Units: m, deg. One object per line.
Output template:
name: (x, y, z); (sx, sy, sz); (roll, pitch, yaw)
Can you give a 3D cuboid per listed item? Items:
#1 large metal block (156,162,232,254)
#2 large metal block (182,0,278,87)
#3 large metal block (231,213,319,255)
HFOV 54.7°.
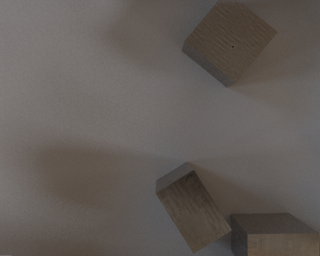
large metal block: (0.037, 0.093, 0.385); (0.050, 0.080, 0.080); (-32, 90, 0)
large metal block: (0.086, -0.111, 0.400); (0.080, 0.050, 0.080); (39, 90, -1)
large metal block: (0.138, 0.143, 0.386); (0.081, 0.080, 0.050); (-1, 90, -1)
